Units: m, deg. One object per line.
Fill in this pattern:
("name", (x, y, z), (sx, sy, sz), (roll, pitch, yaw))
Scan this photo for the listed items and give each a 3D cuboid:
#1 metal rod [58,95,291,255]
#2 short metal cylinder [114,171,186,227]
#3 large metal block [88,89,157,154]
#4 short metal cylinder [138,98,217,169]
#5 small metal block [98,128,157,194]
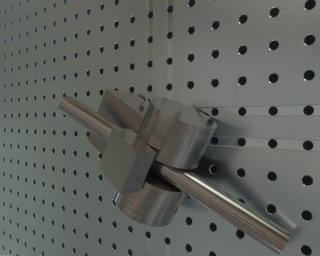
("metal rod", (0.000, 0.041, 0.353), (0.300, 0.025, 0.025), (31, 110, 19))
("short metal cylinder", (-0.010, 0.072, 0.376), (0.080, 0.081, 0.050), (37, 113, 34))
("large metal block", (-0.044, 0.002, 0.422), (0.080, 0.050, 0.079), (36, 112, 34))
("short metal cylinder", (0.018, 0.004, 0.355), (0.080, 0.081, 0.050), (35, 111, 34))
("small metal block", (-0.036, 0.034, 0.332), (0.050, 0.025, 0.050), (40, 115, 42))
